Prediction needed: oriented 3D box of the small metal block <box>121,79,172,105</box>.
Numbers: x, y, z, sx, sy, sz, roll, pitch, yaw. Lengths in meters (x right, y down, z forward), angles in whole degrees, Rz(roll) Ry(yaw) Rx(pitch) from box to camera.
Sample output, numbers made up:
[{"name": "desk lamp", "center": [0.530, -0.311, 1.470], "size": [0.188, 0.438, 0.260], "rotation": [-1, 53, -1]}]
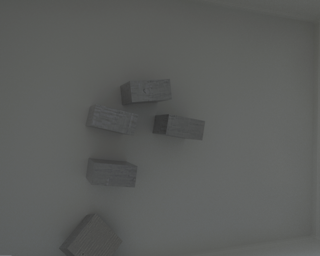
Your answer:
[{"name": "small metal block", "center": [-0.019, -0.045, 0.391], "size": [0.050, 0.050, 0.025], "rotation": [-6, 92, -20]}]

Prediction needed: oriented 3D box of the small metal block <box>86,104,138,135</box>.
[{"name": "small metal block", "center": [-0.060, -0.009, 0.376], "size": [0.050, 0.050, 0.025], "rotation": [14, 86, -20]}]

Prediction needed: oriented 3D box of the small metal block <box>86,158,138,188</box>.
[{"name": "small metal block", "center": [-0.060, 0.054, 0.376], "size": [0.050, 0.050, 0.025], "rotation": [8, 88, -20]}]

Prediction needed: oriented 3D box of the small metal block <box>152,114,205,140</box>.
[{"name": "small metal block", "center": [0.024, -0.001, 0.407], "size": [0.050, 0.050, 0.025], "rotation": [10, 87, -20]}]

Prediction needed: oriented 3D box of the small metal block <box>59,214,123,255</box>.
[{"name": "small metal block", "center": [-0.082, 0.140, 0.371], "size": [0.050, 0.025, 0.050], "rotation": [51, 49, -13]}]
